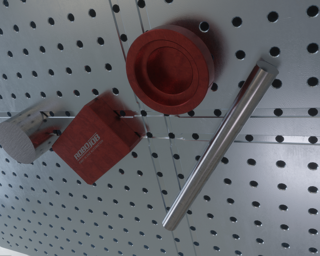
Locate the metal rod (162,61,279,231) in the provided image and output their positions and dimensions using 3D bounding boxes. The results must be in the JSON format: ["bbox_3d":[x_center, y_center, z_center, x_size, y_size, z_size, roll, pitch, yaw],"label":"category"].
[{"bbox_3d":[0.063,0.046,0.406,0.025,0.025,0.298,30,128,9],"label":"metal rod"}]

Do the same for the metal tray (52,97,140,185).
[{"bbox_3d":[-0.102,0.025,0.477,0.090,0.030,0.129,46,129,-4],"label":"metal tray"}]

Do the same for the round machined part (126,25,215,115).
[{"bbox_3d":[0.014,-0.067,0.351,0.098,0.042,0.097,13,124,21],"label":"round machined part"}]

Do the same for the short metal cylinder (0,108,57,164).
[{"bbox_3d":[-0.223,0.013,0.521,0.080,0.050,0.079,13,124,21],"label":"short metal cylinder"}]
